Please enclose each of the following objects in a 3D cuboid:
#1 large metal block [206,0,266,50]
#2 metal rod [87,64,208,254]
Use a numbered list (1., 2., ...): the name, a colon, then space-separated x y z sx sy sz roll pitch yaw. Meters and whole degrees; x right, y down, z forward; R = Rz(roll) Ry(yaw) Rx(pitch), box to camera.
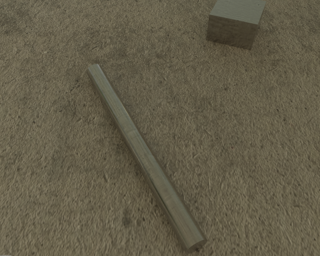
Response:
1. large metal block: 0.134 -0.189 0.547 0.080 0.050 0.080 17 52 14
2. metal rod: -0.032 0.015 0.390 0.025 0.025 0.300 -21 53 -17
